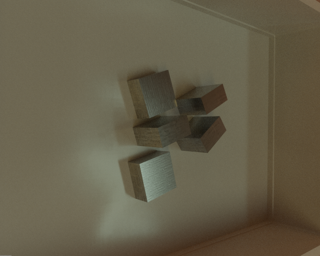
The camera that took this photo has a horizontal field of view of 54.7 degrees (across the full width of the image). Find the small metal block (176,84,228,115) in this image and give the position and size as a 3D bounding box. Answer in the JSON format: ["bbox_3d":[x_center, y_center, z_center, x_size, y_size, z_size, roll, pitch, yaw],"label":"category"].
[{"bbox_3d":[0.059,-0.040,0.442,0.050,0.050,0.025,-33,111,-35],"label":"small metal block"}]

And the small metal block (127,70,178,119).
[{"bbox_3d":[-0.009,-0.044,0.401,0.050,0.025,0.050,-25,106,-38],"label":"small metal block"}]

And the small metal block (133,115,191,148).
[{"bbox_3d":[0.002,0.004,0.394,0.050,0.050,0.025,-24,105,-38],"label":"small metal block"}]

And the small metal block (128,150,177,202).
[{"bbox_3d":[-0.009,0.061,0.401,0.050,0.025,0.050,-19,102,-39],"label":"small metal block"}]

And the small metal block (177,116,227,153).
[{"bbox_3d":[0.057,0.008,0.441,0.050,0.050,0.025,-45,117,-31],"label":"small metal block"}]
